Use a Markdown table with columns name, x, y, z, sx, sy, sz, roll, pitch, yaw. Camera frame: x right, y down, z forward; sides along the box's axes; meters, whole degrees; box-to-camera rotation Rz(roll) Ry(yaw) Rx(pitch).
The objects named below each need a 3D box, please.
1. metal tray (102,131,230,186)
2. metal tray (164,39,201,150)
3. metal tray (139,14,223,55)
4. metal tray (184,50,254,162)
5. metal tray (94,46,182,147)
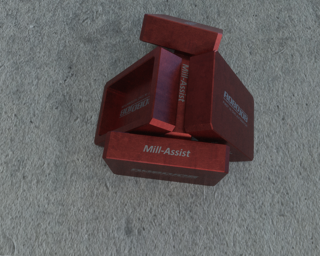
| name | x | y | z | sx | sy | sz | roll | pitch | yaw |
| --- | --- | --- | --- | --- | --- | --- | --- | --- | --- |
| metal tray | 0.007 | 0.039 | 0.360 | 0.131 | 0.090 | 0.030 | 7 | 70 | 2 |
| metal tray | 0.026 | -0.036 | 0.388 | 0.030 | 0.090 | 0.130 | 7 | 70 | 2 |
| metal tray | 0.034 | -0.123 | 0.406 | 0.090 | 0.130 | 0.030 | 17 | 112 | 5 |
| metal tray | 0.076 | -0.019 | 0.364 | 0.030 | 0.130 | 0.090 | -7 | 67 | 33 |
| metal tray | -0.030 | -0.029 | 0.368 | 0.030 | 0.130 | 0.090 | 20 | 66 | -32 |
